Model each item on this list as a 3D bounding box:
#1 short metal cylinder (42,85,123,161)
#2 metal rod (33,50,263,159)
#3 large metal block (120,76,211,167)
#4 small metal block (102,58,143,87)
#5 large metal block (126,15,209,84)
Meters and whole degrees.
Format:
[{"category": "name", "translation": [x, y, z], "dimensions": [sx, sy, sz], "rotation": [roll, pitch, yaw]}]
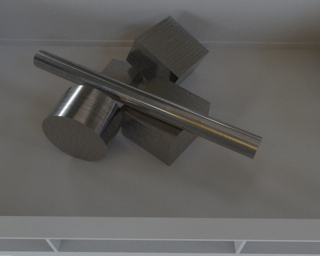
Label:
[{"category": "short metal cylinder", "translation": [-0.091, -0.004, 0.372], "dimensions": [0.080, 0.080, 0.050], "rotation": [13, 51, 10]}, {"category": "metal rod", "translation": [-0.029, -0.036, 0.369], "dimensions": [0.301, 0.025, 0.025], "rotation": [24, 54, 18]}, {"category": "large metal block", "translation": [0.006, -0.011, 0.399], "dimensions": [0.080, 0.050, 0.080], "rotation": [32, 57, 24]}, {"category": "small metal block", "translation": [-0.060, -0.075, 0.467], "dimensions": [0.050, 0.025, 0.050], "rotation": [18, 52, 14]}, {"category": "large metal block", "translation": [0.011, -0.107, 0.459], "dimensions": [0.080, 0.050, 0.080], "rotation": [44, 57, 3]}]
